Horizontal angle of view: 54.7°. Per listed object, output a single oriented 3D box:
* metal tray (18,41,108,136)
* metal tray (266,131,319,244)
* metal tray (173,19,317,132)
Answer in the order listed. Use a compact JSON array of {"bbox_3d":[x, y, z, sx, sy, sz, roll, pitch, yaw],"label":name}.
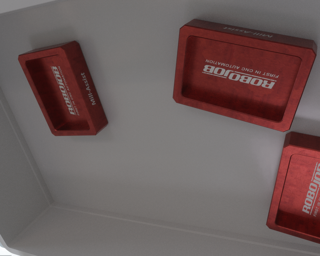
[{"bbox_3d":[-0.138,-0.052,0.445,0.090,0.030,0.129,-2,118,29],"label":"metal tray"},{"bbox_3d":[0.180,0.074,0.355,0.090,0.030,0.129,12,124,21],"label":"metal tray"},{"bbox_3d":[0.082,-0.056,0.326,0.130,0.030,0.089,17,125,18],"label":"metal tray"}]
